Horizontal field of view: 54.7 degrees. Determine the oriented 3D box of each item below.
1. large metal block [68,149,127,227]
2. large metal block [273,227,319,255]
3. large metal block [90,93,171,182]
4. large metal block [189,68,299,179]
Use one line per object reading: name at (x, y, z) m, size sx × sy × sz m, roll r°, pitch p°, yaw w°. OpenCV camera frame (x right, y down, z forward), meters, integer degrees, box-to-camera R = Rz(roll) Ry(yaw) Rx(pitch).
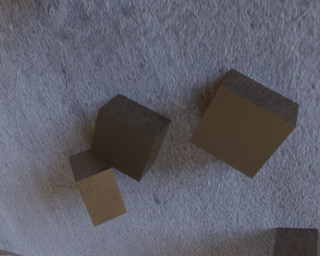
large metal block at (-0.094, 0.084, 0.464) m, size 0.080 × 0.050 × 0.080 m, roll -138°, pitch 31°, yaw -60°
large metal block at (0.179, 0.186, 0.392) m, size 0.050 × 0.080 × 0.080 m, roll -9°, pitch 114°, yaw 32°
large metal block at (-0.041, 0.013, 0.419) m, size 0.080 × 0.050 × 0.079 m, roll 28°, pitch 128°, yaw 10°
large metal block at (0.090, -0.005, 0.340) m, size 0.080 × 0.050 × 0.079 m, roll 31°, pitch 128°, yaw 8°
